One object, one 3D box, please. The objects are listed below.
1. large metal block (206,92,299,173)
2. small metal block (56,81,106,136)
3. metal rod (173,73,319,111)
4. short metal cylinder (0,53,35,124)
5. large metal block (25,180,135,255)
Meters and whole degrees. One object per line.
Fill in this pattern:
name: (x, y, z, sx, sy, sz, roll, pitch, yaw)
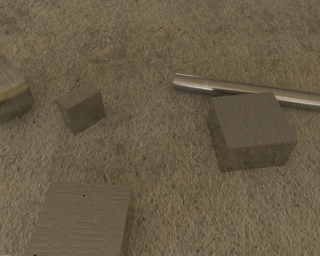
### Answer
large metal block: (0.109, 0.004, 0.385, 0.081, 0.050, 0.080, -6, 50, -5)
small metal block: (-0.102, -0.026, 0.408, 0.050, 0.050, 0.025, -35, 59, -26)
metal rod: (0.169, -0.045, 0.442, 0.301, 0.025, 0.025, 9, 51, 7)
short metal cylinder: (-0.212, -0.051, 0.409, 0.080, 0.080, 0.050, 37, 59, 27)
large metal block: (-0.072, 0.101, 0.301, 0.080, 0.050, 0.080, 4, 50, 3)
